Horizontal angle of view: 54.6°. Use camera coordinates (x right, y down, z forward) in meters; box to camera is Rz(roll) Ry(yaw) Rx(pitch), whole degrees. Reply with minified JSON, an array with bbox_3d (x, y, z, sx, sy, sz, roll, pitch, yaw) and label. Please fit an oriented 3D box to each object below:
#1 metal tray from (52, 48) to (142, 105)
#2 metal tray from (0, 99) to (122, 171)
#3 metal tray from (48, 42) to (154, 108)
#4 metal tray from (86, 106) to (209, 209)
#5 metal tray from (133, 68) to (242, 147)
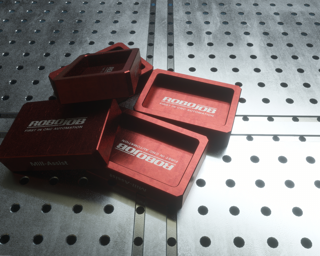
[{"bbox_3d":[-0.075,-0.073,0.410,0.090,0.030,0.130,-6,26,5],"label":"metal tray"},{"bbox_3d":[-0.120,0.005,0.377,0.130,0.030,0.090,-4,49,15],"label":"metal tray"},{"bbox_3d":[-0.085,-0.074,0.465,0.131,0.030,0.090,-32,56,-24],"label":"metal tray"},{"bbox_3d":[-0.017,0.031,0.377,0.130,0.030,0.090,20,53,16],"label":"metal tray"},{"bbox_3d":[0.039,-0.032,0.430,0.130,0.030,0.090,14,52,11],"label":"metal tray"}]
